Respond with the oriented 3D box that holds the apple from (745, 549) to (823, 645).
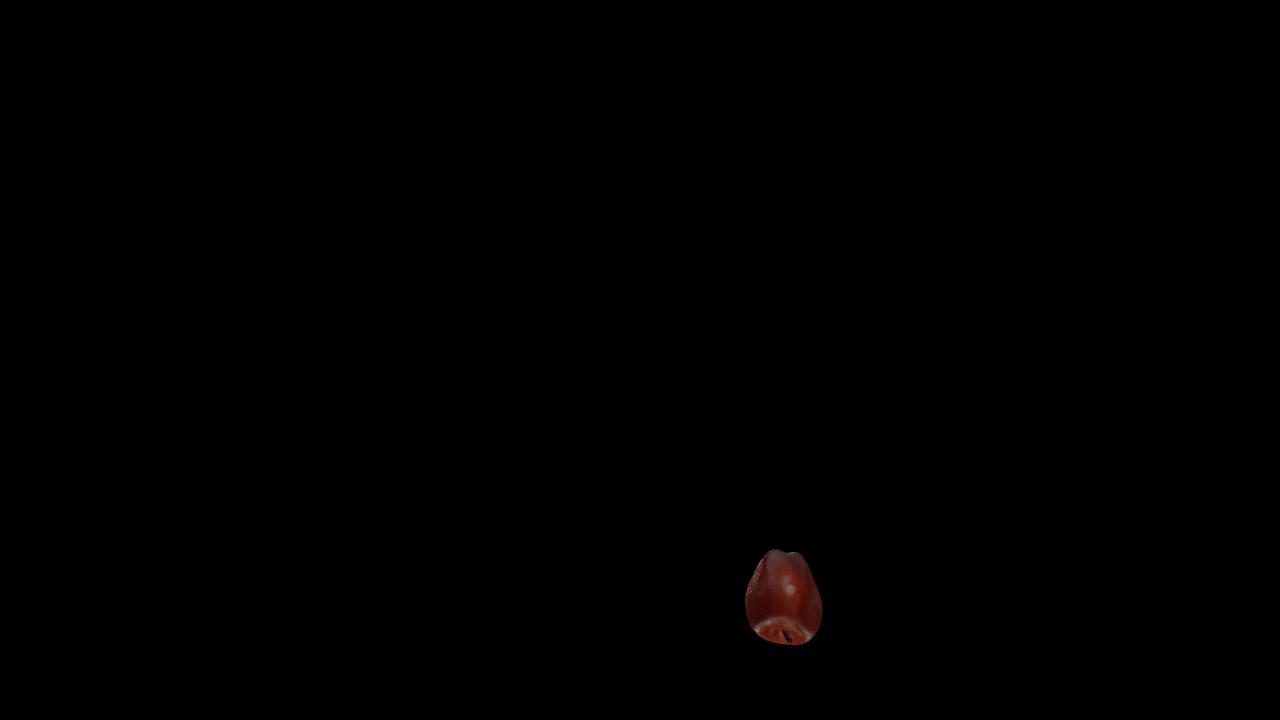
[{"bbox_3d":[0.150,0.247,0.638,0.079,0.079,0.093,0,44,11],"label":"apple"}]
